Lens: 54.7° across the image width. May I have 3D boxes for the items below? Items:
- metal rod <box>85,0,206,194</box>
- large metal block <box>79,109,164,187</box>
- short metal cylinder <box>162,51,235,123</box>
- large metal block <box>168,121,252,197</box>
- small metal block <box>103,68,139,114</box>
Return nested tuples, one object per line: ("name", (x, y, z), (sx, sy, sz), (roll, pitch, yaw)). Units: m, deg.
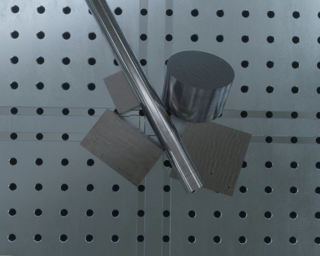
("metal rod", (-0.027, -0.060, 0.383), (0.025, 0.025, 0.299), (-28, 79, 0))
("large metal block", (-0.043, 0.022, 0.385), (0.080, 0.080, 0.050), (37, 90, -1))
("short metal cylinder", (0.045, -0.052, 0.380), (0.081, 0.080, 0.050), (9, 134, -1))
("large metal block", (0.061, 0.034, 0.401), (0.080, 0.050, 0.080), (18, 90, -1))
("small metal block", (-0.041, -0.051, 0.413), (0.050, 0.025, 0.050), (-24, 90, -1))
